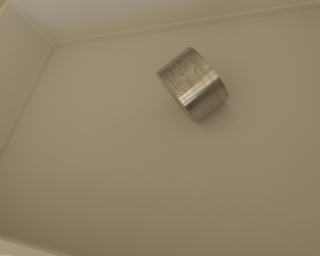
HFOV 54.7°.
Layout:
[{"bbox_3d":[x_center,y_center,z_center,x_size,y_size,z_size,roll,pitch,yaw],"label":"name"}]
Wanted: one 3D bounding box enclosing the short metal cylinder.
[{"bbox_3d":[0.039,-0.052,0.381,0.050,0.080,0.080,-38,51,2],"label":"short metal cylinder"}]
